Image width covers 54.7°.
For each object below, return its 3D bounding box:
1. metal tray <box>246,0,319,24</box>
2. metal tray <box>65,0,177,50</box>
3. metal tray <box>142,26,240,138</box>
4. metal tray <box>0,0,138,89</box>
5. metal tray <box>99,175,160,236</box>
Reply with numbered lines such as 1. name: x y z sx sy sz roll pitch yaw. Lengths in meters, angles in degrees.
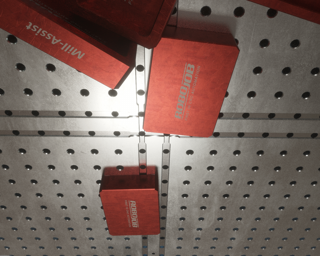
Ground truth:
1. metal tray: 0.127 -0.153 0.279 0.131 0.030 0.089 13 129 -12
2. metal tray: -0.019 -0.145 0.263 0.090 0.030 0.129 25 121 -4
3. metal tray: 0.031 -0.049 0.367 0.091 0.030 0.129 5 130 -5
4. metal tray: -0.084 -0.099 0.283 0.131 0.090 0.030 28 125 -22
5. metal tray: -0.046 0.133 0.521 0.091 0.030 0.129 -2 130 0
